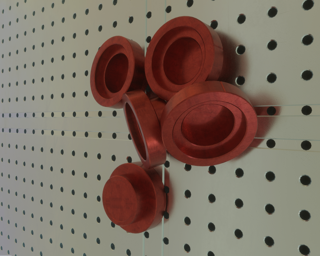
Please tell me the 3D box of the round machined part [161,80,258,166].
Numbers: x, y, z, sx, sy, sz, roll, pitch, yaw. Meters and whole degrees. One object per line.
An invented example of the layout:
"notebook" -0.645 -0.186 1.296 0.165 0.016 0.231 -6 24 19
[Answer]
"round machined part" 0.050 -0.008 0.332 0.098 0.098 0.042 -50 26 28

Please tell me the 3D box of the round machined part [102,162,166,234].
"round machined part" -0.042 0.098 0.431 0.098 0.042 0.097 0 90 39

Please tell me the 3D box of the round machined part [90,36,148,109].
"round machined part" -0.053 -0.075 0.434 0.098 0.042 0.097 -7 79 43

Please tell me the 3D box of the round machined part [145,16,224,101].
"round machined part" 0.032 -0.078 0.369 0.098 0.042 0.097 -2 87 39

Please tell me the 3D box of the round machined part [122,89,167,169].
"round machined part" -0.011 -0.002 0.384 0.098 0.042 0.097 162 89 -76
